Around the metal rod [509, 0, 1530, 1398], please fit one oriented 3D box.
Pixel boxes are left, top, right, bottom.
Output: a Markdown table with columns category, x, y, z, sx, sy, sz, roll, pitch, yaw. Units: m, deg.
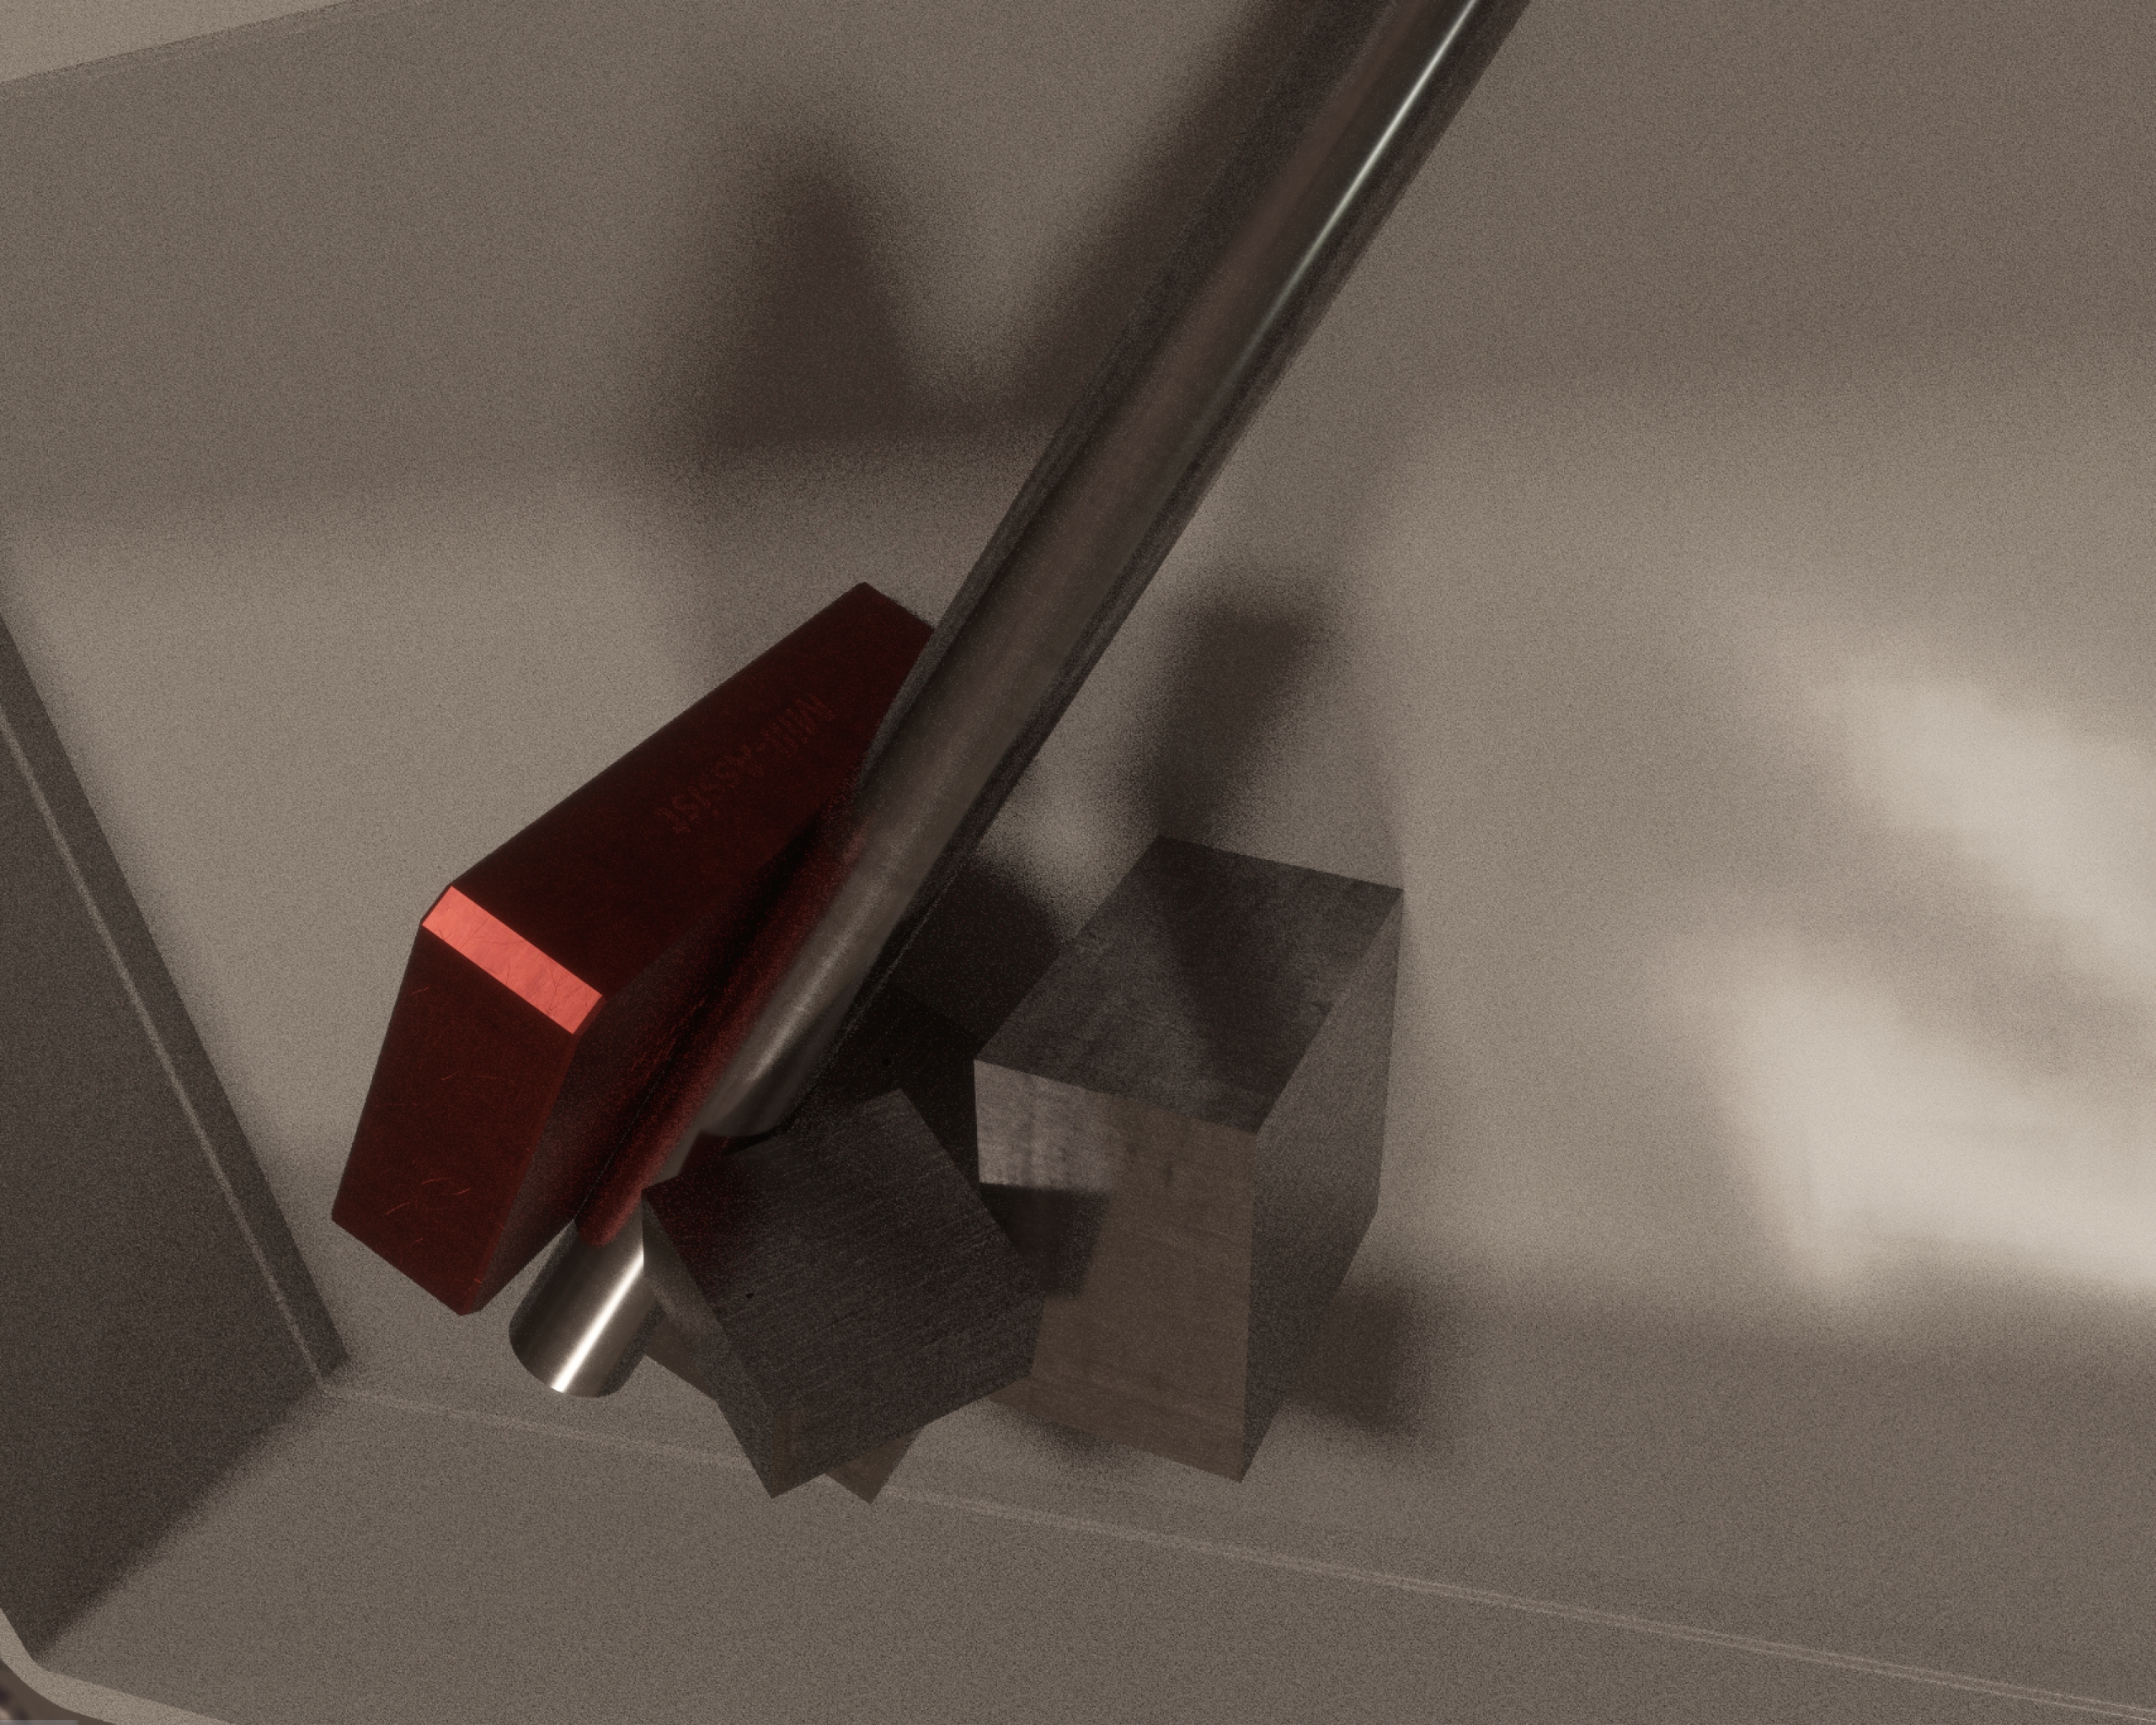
| category | x | y | z | sx | sy | sz | roll | pitch | yaw |
| --- | --- | --- | --- | --- | --- | --- | --- | --- | --- |
| metal rod | -0.019 | -0.022 | 0.343 | 0.025 | 0.025 | 0.298 | 36 | 112 | 4 |

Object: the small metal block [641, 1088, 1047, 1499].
| category | x | y | z | sx | sy | sz | roll | pitch | yaw |
| --- | --- | --- | --- | --- | --- | --- | --- | --- | --- |
| small metal block | -0.041 | 0.073 | 0.360 | 0.050 | 0.050 | 0.025 | 49 | 146 | 34 |

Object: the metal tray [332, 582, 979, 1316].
| category | x | y | z | sx | sy | sz | roll | pitch | yaw |
| --- | --- | --- | --- | --- | --- | --- | --- | --- | --- |
| metal tray | -0.073 | 0.012 | 0.383 | 0.030 | 0.131 | 0.089 | 36 | 130 | 5 |

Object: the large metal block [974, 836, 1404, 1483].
| category | x | y | z | sx | sy | sz | roll | pitch | yaw |
| --- | --- | --- | --- | --- | --- | --- | --- | --- | --- |
| large metal block | 0.023 | 0.053 | 0.392 | 0.050 | 0.080 | 0.079 | 13 | 124 | 21 |

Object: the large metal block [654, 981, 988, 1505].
| category | x | y | z | sx | sy | sz | roll | pitch | yaw |
| --- | --- | --- | --- | --- | --- | --- | --- | --- | --- |
| large metal block | -0.050 | 0.073 | 0.443 | 0.080 | 0.080 | 0.050 | 32 | 128 | 7 |
